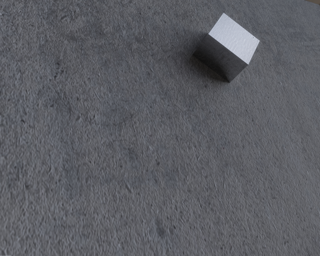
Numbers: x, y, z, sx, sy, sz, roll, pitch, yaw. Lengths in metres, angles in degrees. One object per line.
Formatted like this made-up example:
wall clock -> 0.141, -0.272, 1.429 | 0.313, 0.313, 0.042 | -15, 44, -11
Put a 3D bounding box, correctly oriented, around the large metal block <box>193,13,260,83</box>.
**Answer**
large metal block -> 0.115, -0.139, 0.534 | 0.080, 0.050, 0.080 | 36, 51, -4
